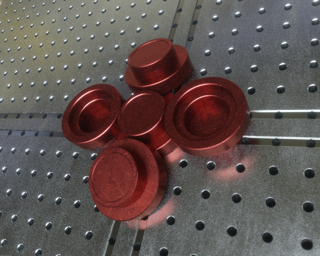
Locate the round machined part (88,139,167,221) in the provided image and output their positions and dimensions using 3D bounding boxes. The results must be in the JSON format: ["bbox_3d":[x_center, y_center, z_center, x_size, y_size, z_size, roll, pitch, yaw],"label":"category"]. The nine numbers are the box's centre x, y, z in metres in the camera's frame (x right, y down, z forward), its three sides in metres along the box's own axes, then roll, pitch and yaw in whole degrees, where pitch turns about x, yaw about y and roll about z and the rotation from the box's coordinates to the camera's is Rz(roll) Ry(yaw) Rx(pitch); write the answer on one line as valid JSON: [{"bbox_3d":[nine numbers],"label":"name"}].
[{"bbox_3d":[-0.045,0.060,0.368,0.098,0.042,0.098,-8,73,26],"label":"round machined part"}]

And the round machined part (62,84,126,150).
[{"bbox_3d":[-0.089,-0.013,0.450,0.098,0.042,0.098,-13,56,20],"label":"round machined part"}]

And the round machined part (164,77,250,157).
[{"bbox_3d":[0.058,-0.010,0.371,0.098,0.042,0.098,-13,56,20],"label":"round machined part"}]

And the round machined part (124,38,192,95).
[{"bbox_3d":[-0.007,-0.091,0.441,0.098,0.042,0.098,-16,41,15],"label":"round machined part"}]

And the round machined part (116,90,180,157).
[{"bbox_3d":[-0.016,-0.011,0.410,0.098,0.042,0.098,-13,56,20],"label":"round machined part"}]
